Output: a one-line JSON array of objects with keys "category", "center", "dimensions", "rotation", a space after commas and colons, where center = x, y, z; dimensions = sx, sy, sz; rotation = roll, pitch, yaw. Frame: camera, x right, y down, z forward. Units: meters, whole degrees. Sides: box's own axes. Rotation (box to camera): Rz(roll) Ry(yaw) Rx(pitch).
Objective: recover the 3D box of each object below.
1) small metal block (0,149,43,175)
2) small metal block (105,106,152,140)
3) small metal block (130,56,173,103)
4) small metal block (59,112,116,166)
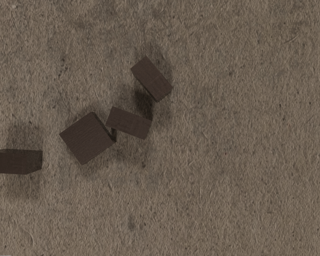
[{"category": "small metal block", "center": [-0.185, 0.042, 0.395], "dimensions": [0.050, 0.050, 0.025], "rotation": [3, 90, -1]}, {"category": "small metal block", "center": [-0.038, -0.006, 0.397], "dimensions": [0.050, 0.050, 0.025], "rotation": [21, 90, -1]}, {"category": "small metal block", "center": [-0.010, -0.060, 0.397], "dimensions": [0.025, 0.050, 0.050], "rotation": [-40, 91, 0]}, {"category": "small metal block", "center": [-0.094, 0.014, 0.409], "dimensions": [0.050, 0.025, 0.050], "rotation": [-36, 90, 0]}]
